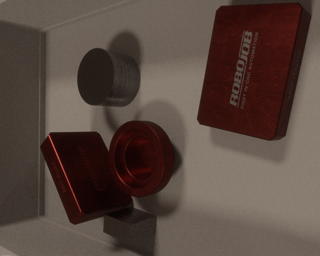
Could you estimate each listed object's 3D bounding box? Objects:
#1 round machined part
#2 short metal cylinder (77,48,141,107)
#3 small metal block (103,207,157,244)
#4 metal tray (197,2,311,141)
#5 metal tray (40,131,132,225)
[{"bbox_3d":[-0.019,0.039,0.410,0.098,0.042,0.097,0,90,39],"label":"round machined part"},{"bbox_3d":[-0.075,-0.071,0.450,0.080,0.050,0.079,0,90,39],"label":"short metal cylinder"},{"bbox_3d":[-0.041,0.131,0.422,0.050,0.050,0.025,7,95,39],"label":"small metal block"},{"bbox_3d":[0.094,-0.059,0.325,0.090,0.030,0.129,15,100,38],"label":"metal tray"},{"bbox_3d":[-0.107,0.066,0.449,0.030,0.091,0.130,-45,63,30],"label":"metal tray"}]
